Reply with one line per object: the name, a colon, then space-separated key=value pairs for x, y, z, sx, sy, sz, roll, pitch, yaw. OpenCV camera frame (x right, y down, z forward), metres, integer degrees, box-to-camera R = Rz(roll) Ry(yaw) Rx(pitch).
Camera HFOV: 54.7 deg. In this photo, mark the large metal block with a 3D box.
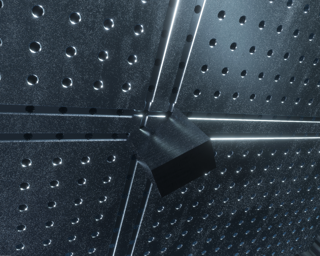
large metal block: x=0.014 y=0.030 z=0.404 sx=0.080 sy=0.080 sz=0.050 roll=-27 pitch=128 yaw=-12
